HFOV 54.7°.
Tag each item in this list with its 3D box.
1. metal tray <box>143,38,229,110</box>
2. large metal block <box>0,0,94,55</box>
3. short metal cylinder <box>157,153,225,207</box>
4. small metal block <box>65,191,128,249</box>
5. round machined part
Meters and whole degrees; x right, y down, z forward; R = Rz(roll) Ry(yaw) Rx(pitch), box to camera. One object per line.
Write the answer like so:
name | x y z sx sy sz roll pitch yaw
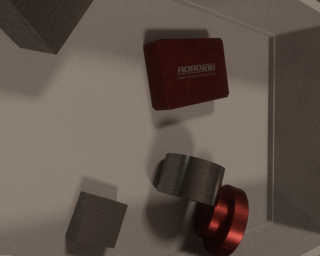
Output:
metal tray | 0.042 -0.079 0.441 0.131 0.030 0.089 -15 100 -39
large metal block | -0.113 -0.126 0.276 0.080 0.050 0.080 -65 153 -20
short metal cylinder | 0.040 0.069 0.407 0.080 0.080 0.050 26 74 -38
small metal block | -0.070 0.104 0.349 0.050 0.025 0.050 28 73 -37
round machined part | 0.081 0.127 0.439 0.042 0.098 0.098 21 75 -8
